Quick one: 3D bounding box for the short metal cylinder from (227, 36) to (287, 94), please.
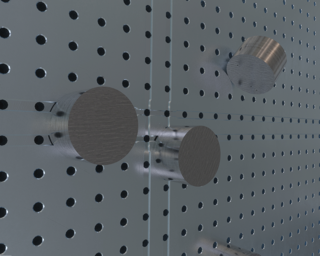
[{"bbox_3d":[0.157,-0.102,0.504,0.050,0.080,0.080,-52,121,-27],"label":"short metal cylinder"}]

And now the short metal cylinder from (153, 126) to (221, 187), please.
[{"bbox_3d":[0.037,0.036,0.424,0.081,0.050,0.079,0,90,-40],"label":"short metal cylinder"}]

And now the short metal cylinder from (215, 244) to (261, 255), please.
[{"bbox_3d":[0.127,0.236,0.499,0.081,0.050,0.079,0,90,-40],"label":"short metal cylinder"}]

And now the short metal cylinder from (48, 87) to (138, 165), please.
[{"bbox_3d":[-0.071,-0.002,0.333,0.081,0.050,0.079,0,90,-40],"label":"short metal cylinder"}]
